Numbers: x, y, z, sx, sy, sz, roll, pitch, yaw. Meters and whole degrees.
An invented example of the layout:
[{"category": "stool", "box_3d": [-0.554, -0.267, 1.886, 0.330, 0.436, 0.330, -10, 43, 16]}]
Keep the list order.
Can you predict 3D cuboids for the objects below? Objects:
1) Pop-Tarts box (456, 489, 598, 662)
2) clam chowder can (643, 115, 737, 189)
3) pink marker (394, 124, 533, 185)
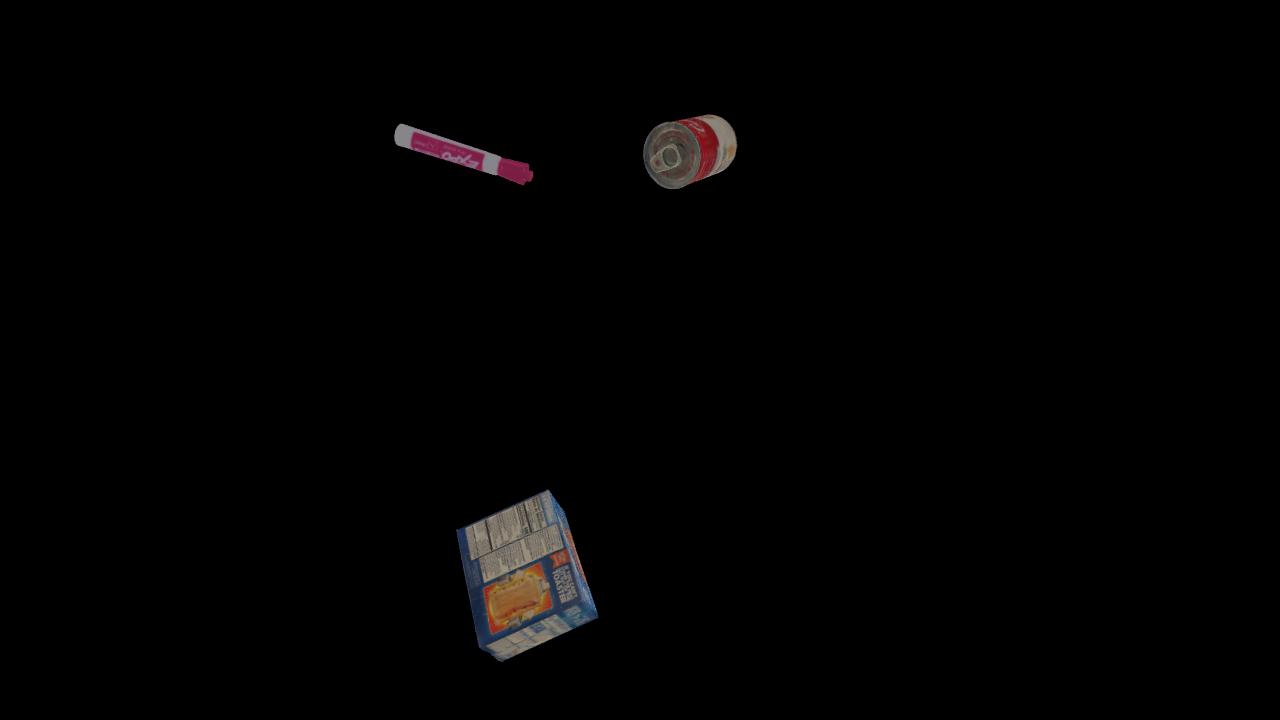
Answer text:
[{"category": "Pop-Tarts box", "box_3d": [-0.154, 0.288, 0.831, 0.141, 0.167, 0.083, -24, -38, -4]}, {"category": "clam chowder can", "box_3d": [0.058, -0.231, 0.677, 0.068, 0.068, 0.102, 0, 22, 34]}, {"category": "pink marker", "box_3d": [-0.151, -0.177, 0.531, 0.121, 0.020, 0.020, 18, 0, 1]}]
